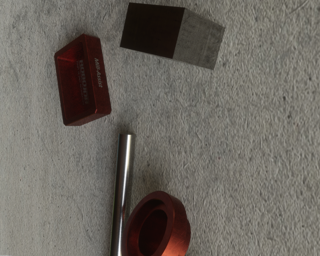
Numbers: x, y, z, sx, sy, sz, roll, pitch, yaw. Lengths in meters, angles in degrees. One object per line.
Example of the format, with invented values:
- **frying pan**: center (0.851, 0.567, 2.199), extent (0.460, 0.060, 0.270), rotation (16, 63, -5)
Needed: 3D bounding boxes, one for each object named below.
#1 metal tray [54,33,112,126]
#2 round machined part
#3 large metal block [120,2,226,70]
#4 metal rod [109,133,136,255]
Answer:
- **metal tray**: center (-0.129, -0.075, 0.507), extent (0.090, 0.030, 0.129), rotation (-17, 79, 38)
- **round machined part**: center (-0.001, 0.130, 0.375), extent (0.098, 0.042, 0.098), rotation (-39, 31, 31)
- **large metal block**: center (0.015, -0.105, 0.357), extent (0.080, 0.081, 0.050), rotation (23, 105, 37)
- **metal rod**: center (-0.059, 0.157, 0.453), extent (0.025, 0.025, 0.298), rotation (8, 95, 39)
